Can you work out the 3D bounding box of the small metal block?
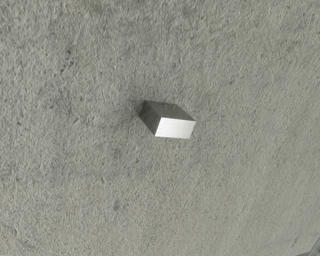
[{"bbox_3d":[0.009,-0.011,0.391,0.050,0.050,0.025,5,116,-31],"label":"small metal block"}]
